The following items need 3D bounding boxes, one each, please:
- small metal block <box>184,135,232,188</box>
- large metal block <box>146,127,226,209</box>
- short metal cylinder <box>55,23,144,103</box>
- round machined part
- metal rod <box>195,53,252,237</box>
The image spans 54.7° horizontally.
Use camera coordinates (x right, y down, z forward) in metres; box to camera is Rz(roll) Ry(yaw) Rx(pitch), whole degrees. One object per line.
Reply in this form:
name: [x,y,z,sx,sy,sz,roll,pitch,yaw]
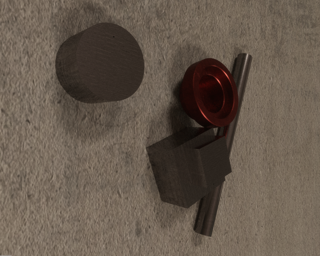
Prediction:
small metal block: [0.062,0.041,0.394,0.050,0.025,0.050,-22,104,-38]
large metal block: [0.037,0.050,0.422,0.081,0.050,0.080,-25,106,-37]
short metal cylinder: [-0.064,-0.068,0.336,0.081,0.050,0.079,0,90,-40]
round machined part: [0.066,-0.047,0.445,0.099,0.042,0.098,10,75,-40]
metal rod: [0.105,0.018,0.495,0.025,0.025,0.299,26,73,-37]
